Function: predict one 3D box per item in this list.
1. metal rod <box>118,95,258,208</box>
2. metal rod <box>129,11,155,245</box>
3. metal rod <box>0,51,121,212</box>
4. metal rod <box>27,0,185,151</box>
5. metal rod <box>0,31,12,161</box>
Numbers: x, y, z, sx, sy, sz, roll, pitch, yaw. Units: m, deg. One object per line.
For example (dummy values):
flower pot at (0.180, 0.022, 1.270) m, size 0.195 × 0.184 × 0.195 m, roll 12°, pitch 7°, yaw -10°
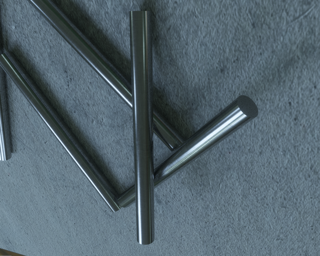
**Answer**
metal rod at (0.012, 0.050, 0.400) m, size 0.025 × 0.025 × 0.298 m, roll 43°, pitch 138°, yaw -2°
metal rod at (-0.021, 0.013, 0.386) m, size 0.025 × 0.025 × 0.298 m, roll 8°, pitch 110°, yaw 24°
metal rod at (-0.152, 0.013, 0.495) m, size 0.025 × 0.025 × 0.299 m, roll -24°, pitch 106°, yaw 37°
metal rod at (-0.067, -0.073, 0.396) m, size 0.300 × 0.025 × 0.025 m, roll 46°, pitch 129°, yaw -5°
metal rod at (-0.268, -0.061, 0.510) m, size 0.025 × 0.025 × 0.298 m, roll 25°, pitch 127°, yaw 13°
